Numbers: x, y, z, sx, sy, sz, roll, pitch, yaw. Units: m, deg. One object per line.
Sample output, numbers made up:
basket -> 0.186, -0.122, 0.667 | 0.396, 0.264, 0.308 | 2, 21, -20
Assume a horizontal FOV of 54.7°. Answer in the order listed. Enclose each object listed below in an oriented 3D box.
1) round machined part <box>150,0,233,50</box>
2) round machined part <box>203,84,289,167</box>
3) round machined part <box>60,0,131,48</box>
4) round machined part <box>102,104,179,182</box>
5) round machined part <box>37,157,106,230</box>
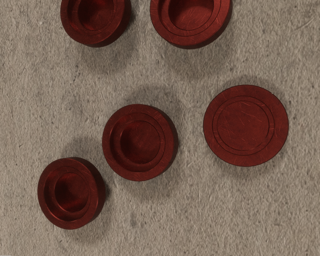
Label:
round machined part -> 0.040, -0.146, 0.385 | 0.098, 0.042, 0.097 | 0, 90, 19
round machined part -> 0.099, -0.003, 0.365 | 0.098, 0.042, 0.097 | 0, 90, 19
round machined part -> -0.084, -0.160, 0.428 | 0.098, 0.042, 0.097 | 0, 90, 19
round machined part -> -0.022, 0.018, 0.407 | 0.098, 0.042, 0.097 | 0, 90, 19
round machined part -> -0.120, 0.090, 0.441 | 0.098, 0.042, 0.097 | 0, 90, 19
